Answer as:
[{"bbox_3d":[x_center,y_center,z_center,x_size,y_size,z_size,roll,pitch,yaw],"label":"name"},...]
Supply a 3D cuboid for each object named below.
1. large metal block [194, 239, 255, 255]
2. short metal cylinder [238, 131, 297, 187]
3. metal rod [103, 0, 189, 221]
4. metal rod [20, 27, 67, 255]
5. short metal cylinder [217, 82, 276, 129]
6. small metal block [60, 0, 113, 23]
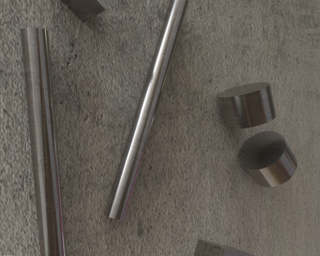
[{"bbox_3d":[0.091,0.220,0.465,0.080,0.050,0.080,27,73,-37],"label":"large metal block"},{"bbox_3d":[0.180,0.052,0.520,0.050,0.080,0.080,48,61,-29],"label":"short metal cylinder"},{"bbox_3d":[-0.013,-0.036,0.393,0.025,0.025,0.299,26,74,-37],"label":"metal rod"},{"bbox_3d":[-0.113,0.054,0.310,0.025,0.025,0.298,-6,94,-40],"label":"metal rod"},{"bbox_3d":[0.133,-0.036,0.480,0.081,0.080,0.050,-26,107,-37],"label":"short metal cylinder"},{"bbox_3d":[-0.080,-0.143,0.321,0.050,0.050,0.025,42,65,-32],"label":"small metal block"}]
